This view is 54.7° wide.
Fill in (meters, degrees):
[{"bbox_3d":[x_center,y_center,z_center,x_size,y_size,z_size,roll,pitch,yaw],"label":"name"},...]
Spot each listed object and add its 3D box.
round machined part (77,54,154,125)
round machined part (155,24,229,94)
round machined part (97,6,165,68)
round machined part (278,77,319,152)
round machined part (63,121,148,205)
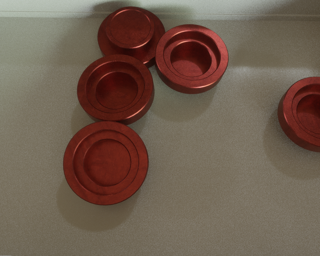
[{"bbox_3d":[-0.056,-0.046,0.414,0.099,0.042,0.098,-1,68,3],"label":"round machined part"},{"bbox_3d":[0.042,-0.091,0.432,0.099,0.042,0.098,1,72,-3],"label":"round machined part"},{"bbox_3d":[-0.041,-0.134,0.446,0.099,0.042,0.098,0,73,0],"label":"round machined part"},{"bbox_3d":[0.204,-0.015,0.407,0.099,0.042,0.098,0,70,0],"label":"round machined part"},{"bbox_3d":[-0.063,0.042,0.378,0.099,0.042,0.097,0,82,-1],"label":"round machined part"}]
